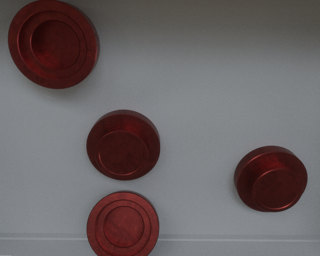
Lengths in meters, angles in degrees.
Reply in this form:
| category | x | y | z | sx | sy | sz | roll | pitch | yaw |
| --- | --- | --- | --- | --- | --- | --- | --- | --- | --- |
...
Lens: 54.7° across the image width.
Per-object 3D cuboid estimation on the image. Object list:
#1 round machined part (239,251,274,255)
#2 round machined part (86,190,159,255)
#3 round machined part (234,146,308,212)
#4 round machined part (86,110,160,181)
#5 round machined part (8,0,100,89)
| category | x | y | z | sx | sy | sz | roll | pitch | yaw |
| --- | --- | --- | --- | --- | --- | --- | --- | --- | --- |
| round machined part | 0.152 | 0.237 | 0.493 | 0.099 | 0.042 | 0.097 | 0 | 110 | 0 |
| round machined part | -0.050 | 0.138 | 0.439 | 0.099 | 0.042 | 0.097 | 0 | 84 | 0 |
| round machined part | 0.157 | 0.077 | 0.432 | 0.099 | 0.042 | 0.097 | 0 | 110 | 0 |
| round machined part | -0.049 | 0.028 | 0.412 | 0.099 | 0.042 | 0.097 | 0 | 110 | 0 |
| round machined part | -0.120 | -0.098 | 0.365 | 0.099 | 0.042 | 0.097 | 0 | 110 | 0 |
